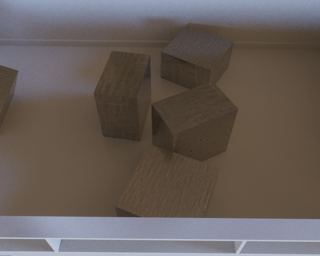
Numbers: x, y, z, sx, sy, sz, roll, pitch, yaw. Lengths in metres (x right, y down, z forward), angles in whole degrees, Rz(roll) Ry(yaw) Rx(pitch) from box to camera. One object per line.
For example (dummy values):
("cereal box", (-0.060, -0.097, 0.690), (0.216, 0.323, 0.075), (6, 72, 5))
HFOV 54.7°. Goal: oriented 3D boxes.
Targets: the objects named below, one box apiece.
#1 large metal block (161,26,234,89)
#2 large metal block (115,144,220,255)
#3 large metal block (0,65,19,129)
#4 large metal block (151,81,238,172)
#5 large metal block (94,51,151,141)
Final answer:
("large metal block", (0.057, -0.105, 0.478), (0.080, 0.050, 0.080), (25, 54, 19))
("large metal block", (0.010, 0.074, 0.327), (0.080, 0.050, 0.080), (18, 52, 14))
("large metal block", (-0.241, -0.044, 0.404), (0.081, 0.050, 0.080), (16, 47, -21))
("large metal block", (0.038, 0.001, 0.369), (0.081, 0.080, 0.050), (-22, 54, -18))
("large metal block", (-0.044, -0.041, 0.403), (0.050, 0.080, 0.080), (7, 50, 6))
